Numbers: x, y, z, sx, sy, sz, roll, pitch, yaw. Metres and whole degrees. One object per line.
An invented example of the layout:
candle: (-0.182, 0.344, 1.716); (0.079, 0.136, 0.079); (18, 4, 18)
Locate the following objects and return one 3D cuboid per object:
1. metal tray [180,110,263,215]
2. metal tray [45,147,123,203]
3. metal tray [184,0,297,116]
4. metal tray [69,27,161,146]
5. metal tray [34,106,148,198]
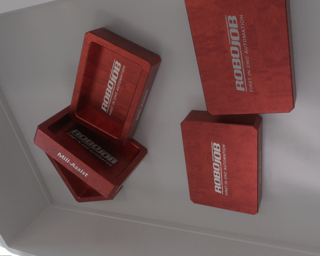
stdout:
metal tray: (0.080, 0.044, 0.391); (0.090, 0.030, 0.129); (5, 121, 25)
metal tray: (-0.130, 0.061, 0.511); (0.090, 0.030, 0.129); (-14, 112, 34)
metal tray: (0.084, -0.078, 0.313); (0.090, 0.030, 0.129); (-1, 118, 29)
metal tray: (-0.062, -0.050, 0.400); (0.090, 0.030, 0.129); (28, 124, 9)
metal tray: (-0.093, 0.025, 0.431); (0.130, 0.090, 0.030); (36, 129, 4)
